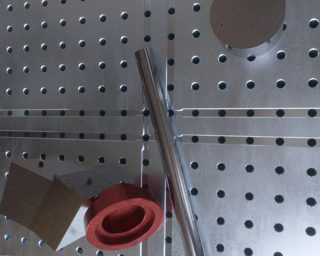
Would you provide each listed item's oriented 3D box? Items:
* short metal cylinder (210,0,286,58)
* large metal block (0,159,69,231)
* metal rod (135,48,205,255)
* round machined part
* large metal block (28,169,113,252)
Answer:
[{"bbox_3d":[0.103,-0.127,0.363,0.080,0.050,0.080,0,90,20],"label":"short metal cylinder"},{"bbox_3d":[-0.182,0.099,0.464,0.080,0.050,0.080,20,97,19],"label":"large metal block"},{"bbox_3d":[0.014,0.041,0.407,0.025,0.025,0.298,-16,85,19],"label":"metal rod"},{"bbox_3d":[-0.049,0.110,0.401,0.098,0.098,0.042,-47,40,14],"label":"round machined part"},{"bbox_3d":[-0.117,0.108,0.424,0.050,0.080,0.080,34,101,18],"label":"large metal block"}]
